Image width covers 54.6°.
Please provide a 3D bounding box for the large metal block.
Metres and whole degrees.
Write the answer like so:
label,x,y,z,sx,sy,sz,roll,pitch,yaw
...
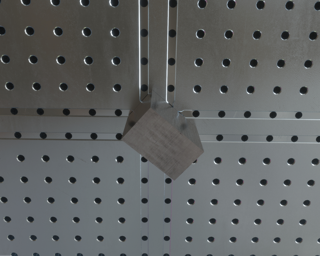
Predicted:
label,x,y,z,sx,sy,sz,roll,pitch,yaw
large metal block,0.003,0.006,0.386,0.080,0.080,0.050,39,106,-14
